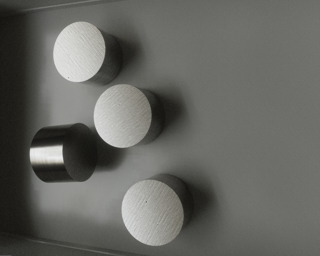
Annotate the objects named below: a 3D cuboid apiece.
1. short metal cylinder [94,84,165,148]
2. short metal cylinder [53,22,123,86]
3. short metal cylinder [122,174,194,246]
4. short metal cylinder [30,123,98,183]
[{"bbox_3d":[-0.039,-0.015,0.411,0.080,0.050,0.080,0,90,20],"label":"short metal cylinder"},{"bbox_3d":[-0.099,-0.101,0.432,0.080,0.050,0.080,0,90,20],"label":"short metal cylinder"},{"bbox_3d":[-0.002,0.102,0.398,0.080,0.050,0.080,0,90,20],"label":"short metal cylinder"},{"bbox_3d":[-0.130,0.035,0.427,0.050,0.080,0.080,-6,88,20],"label":"short metal cylinder"}]
